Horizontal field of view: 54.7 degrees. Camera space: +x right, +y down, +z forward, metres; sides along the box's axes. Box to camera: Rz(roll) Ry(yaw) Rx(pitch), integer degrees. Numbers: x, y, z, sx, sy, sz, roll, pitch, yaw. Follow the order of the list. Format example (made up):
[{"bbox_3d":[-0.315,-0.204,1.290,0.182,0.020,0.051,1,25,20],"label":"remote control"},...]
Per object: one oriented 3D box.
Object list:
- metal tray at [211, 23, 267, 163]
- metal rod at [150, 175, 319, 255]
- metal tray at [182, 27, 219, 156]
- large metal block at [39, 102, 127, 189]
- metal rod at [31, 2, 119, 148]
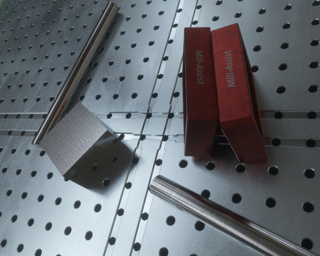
[{"bbox_3d":[0.088,-0.038,0.343,0.030,0.090,0.130,-12,57,21],"label":"metal tray"},{"bbox_3d":[0.110,0.112,0.281,0.300,0.025,0.025,22,73,35],"label":"metal rod"},{"bbox_3d":[0.044,-0.042,0.365,0.030,0.090,0.130,0,59,2],"label":"metal tray"},{"bbox_3d":[-0.108,0.023,0.433,0.080,0.050,0.080,-47,52,-5],"label":"large metal block"},{"bbox_3d":[-0.140,-0.102,0.541,0.025,0.025,0.300,8,65,31],"label":"metal rod"}]
